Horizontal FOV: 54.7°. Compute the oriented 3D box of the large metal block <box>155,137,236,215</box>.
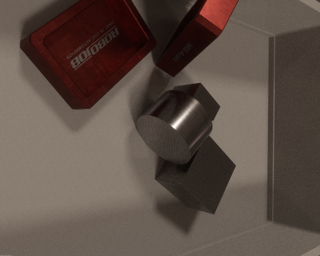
[{"bbox_3d":[0.052,0.062,0.437,0.080,0.050,0.080,45,63,-31],"label":"large metal block"}]

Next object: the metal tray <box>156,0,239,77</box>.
[{"bbox_3d":[0.046,-0.125,0.376,0.030,0.130,0.090,32,70,-11],"label":"metal tray"}]

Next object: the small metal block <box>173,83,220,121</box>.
[{"bbox_3d":[0.047,-0.035,0.432,0.050,0.050,0.025,44,64,-32],"label":"small metal block"}]

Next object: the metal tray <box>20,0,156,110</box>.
[{"bbox_3d":[-0.071,-0.094,0.344,0.130,0.030,0.090,-50,120,-28],"label":"metal tray"}]

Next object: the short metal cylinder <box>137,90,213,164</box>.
[{"bbox_3d":[0.018,0.000,0.388,0.050,0.080,0.080,-48,119,-29],"label":"short metal cylinder"}]
